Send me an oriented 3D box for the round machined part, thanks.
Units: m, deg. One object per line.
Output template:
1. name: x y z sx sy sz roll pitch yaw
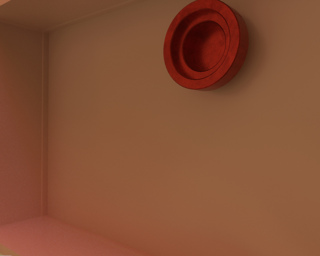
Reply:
1. round machined part: 0.055 -0.091 0.351 0.098 0.042 0.097 0 90 40
